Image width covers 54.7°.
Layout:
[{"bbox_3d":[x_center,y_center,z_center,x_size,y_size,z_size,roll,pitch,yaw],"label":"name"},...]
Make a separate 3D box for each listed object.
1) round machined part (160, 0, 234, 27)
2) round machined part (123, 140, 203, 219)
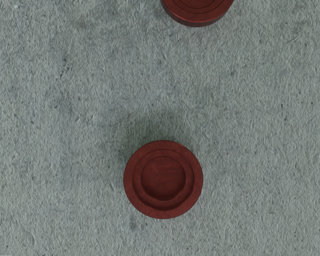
[{"bbox_3d":[0.047,-0.179,0.402,0.099,0.042,0.097,0,90,0],"label":"round machined part"},{"bbox_3d":[0.004,0.064,0.402,0.099,0.042,0.097,0,90,0],"label":"round machined part"}]
